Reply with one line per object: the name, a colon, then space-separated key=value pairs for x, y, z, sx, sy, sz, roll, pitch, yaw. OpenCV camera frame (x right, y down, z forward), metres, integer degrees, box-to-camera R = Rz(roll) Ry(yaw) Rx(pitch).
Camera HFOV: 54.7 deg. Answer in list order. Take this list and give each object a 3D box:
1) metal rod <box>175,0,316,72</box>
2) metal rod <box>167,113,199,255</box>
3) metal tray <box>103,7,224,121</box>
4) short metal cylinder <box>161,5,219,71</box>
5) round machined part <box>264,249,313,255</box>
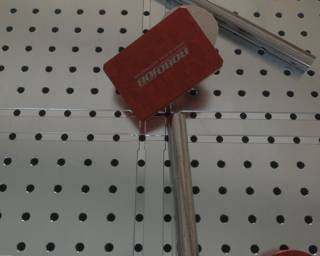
metal rod: x=0.094 y=-0.172 z=0.475 sx=0.301 sy=0.025 sz=0.025 roll=33 pitch=73 yaw=11
metal rod: x=0.031 y=0.125 z=0.366 sx=0.025 sy=0.025 sz=0.299 roll=-3 pitch=70 yaw=-2
metal tray: x=0.004 y=-0.080 z=0.404 sx=0.130 sy=0.030 sz=0.090 roll=-35 pitch=89 yaw=9
short metal cylinder: x=0.039 y=-0.128 z=0.446 sx=0.081 sy=0.050 sz=0.080 roll=0 pitch=70 yaw=0
round machined part: x=0.150 y=0.185 z=0.337 sx=0.099 sy=0.042 sz=0.098 roll=0 pitch=70 yaw=-1
